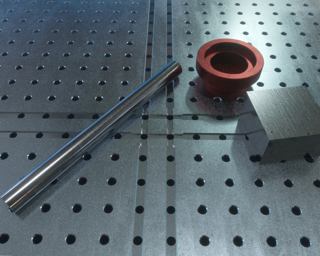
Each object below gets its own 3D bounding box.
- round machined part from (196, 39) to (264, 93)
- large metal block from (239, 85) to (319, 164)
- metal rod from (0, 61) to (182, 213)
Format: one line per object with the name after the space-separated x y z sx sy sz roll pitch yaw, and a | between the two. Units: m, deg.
0.104 -0.091 0.474 0.099 0.042 0.098 0 50 0 | round machined part
0.157 -0.005 0.397 0.081 0.050 0.080 -7 50 -6 | large metal block
-0.070 -0.006 0.411 0.025 0.025 0.301 32 57 24 | metal rod
